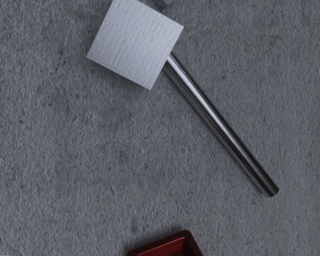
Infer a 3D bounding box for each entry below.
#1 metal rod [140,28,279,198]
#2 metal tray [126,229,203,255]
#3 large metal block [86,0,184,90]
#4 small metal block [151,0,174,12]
[{"bbox_3d":[0.076,-0.014,0.437,0.025,0.025,0.300,-44,104,-15],"label":"metal rod"},{"bbox_3d":[0.022,0.197,0.368,0.091,0.130,0.030,-14,136,-20],"label":"metal tray"},{"bbox_3d":[-0.029,-0.101,0.367,0.080,0.050,0.080,27,100,-10],"label":"large metal block"},{"bbox_3d":[0.005,-0.193,0.411,0.050,0.025,0.050,45,76,-15],"label":"small metal block"}]
